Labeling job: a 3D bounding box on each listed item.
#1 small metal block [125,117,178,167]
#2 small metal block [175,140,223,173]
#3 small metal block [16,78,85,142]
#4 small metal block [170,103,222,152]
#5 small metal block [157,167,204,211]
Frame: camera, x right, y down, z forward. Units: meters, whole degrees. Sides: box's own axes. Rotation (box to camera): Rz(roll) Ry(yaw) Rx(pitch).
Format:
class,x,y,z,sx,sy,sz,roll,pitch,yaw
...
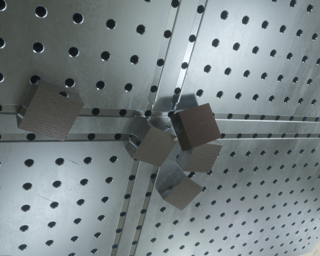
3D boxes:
class,x,y,z,sx,sy,sz,roll,pitch,yaw
small metal block,-0.010,0.020,0.417,0.050,0.025,0.050,23,106,-37
small metal block,0.059,0.039,0.466,0.050,0.025,0.050,8,114,-32
small metal block,-0.118,-0.019,0.334,0.050,0.025,0.050,22,107,-36
small metal block,0.048,-0.001,0.415,0.050,0.025,0.050,-17,85,-28
small metal block,0.032,0.096,0.487,0.050,0.025,0.050,-46,129,4
